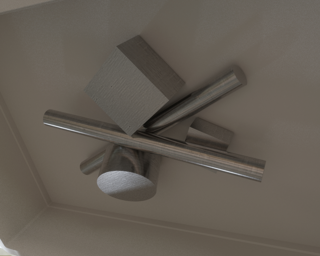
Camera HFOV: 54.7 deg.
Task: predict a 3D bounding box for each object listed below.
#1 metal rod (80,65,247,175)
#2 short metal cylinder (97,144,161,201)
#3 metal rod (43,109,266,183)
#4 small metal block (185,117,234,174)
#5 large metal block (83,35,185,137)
[{"bbox_3d":[-0.018,0.005,0.417,0.299,0.025,0.025,-31,102,37],"label":"metal rod"},{"bbox_3d":[-0.042,0.060,0.430,0.080,0.050,0.080,5,140,5],"label":"short metal cylinder"},{"bbox_3d":[-0.023,0.017,0.395,0.301,0.025,0.025,13,124,20],"label":"metal rod"},{"bbox_3d":[0.058,0.022,0.387,0.050,0.025,0.050,24,127,13],"label":"small metal block"},{"bbox_3d":[-0.031,-0.050,0.374,0.080,0.050,0.080,46,129,-4],"label":"large metal block"}]
